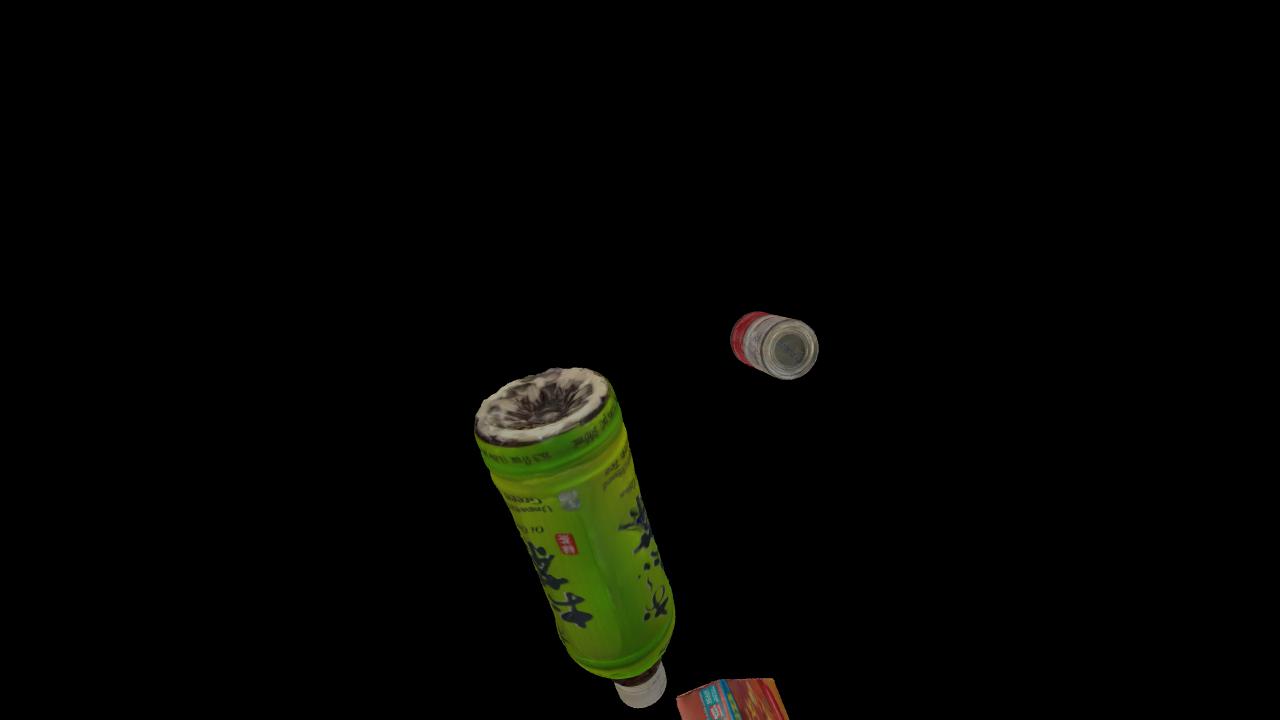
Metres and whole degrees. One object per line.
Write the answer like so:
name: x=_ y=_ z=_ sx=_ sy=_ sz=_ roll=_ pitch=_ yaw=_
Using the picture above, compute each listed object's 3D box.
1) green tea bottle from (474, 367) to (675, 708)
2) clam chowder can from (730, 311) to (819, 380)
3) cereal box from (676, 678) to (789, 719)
green tea bottle: x=-0.022 y=0.108 z=0.332 sx=0.073 sy=0.212 sz=0.073 roll=-12 pitch=28 yaw=7
clam chowder can: x=0.151 y=-0.018 z=0.700 sx=0.068 sy=0.068 sz=0.102 roll=0 pitch=8 yaw=-10
cereal box: x=0.165 y=0.570 z=0.873 sx=0.081 sy=0.203 sz=0.306 roll=-28 pitch=-34 yaw=10
